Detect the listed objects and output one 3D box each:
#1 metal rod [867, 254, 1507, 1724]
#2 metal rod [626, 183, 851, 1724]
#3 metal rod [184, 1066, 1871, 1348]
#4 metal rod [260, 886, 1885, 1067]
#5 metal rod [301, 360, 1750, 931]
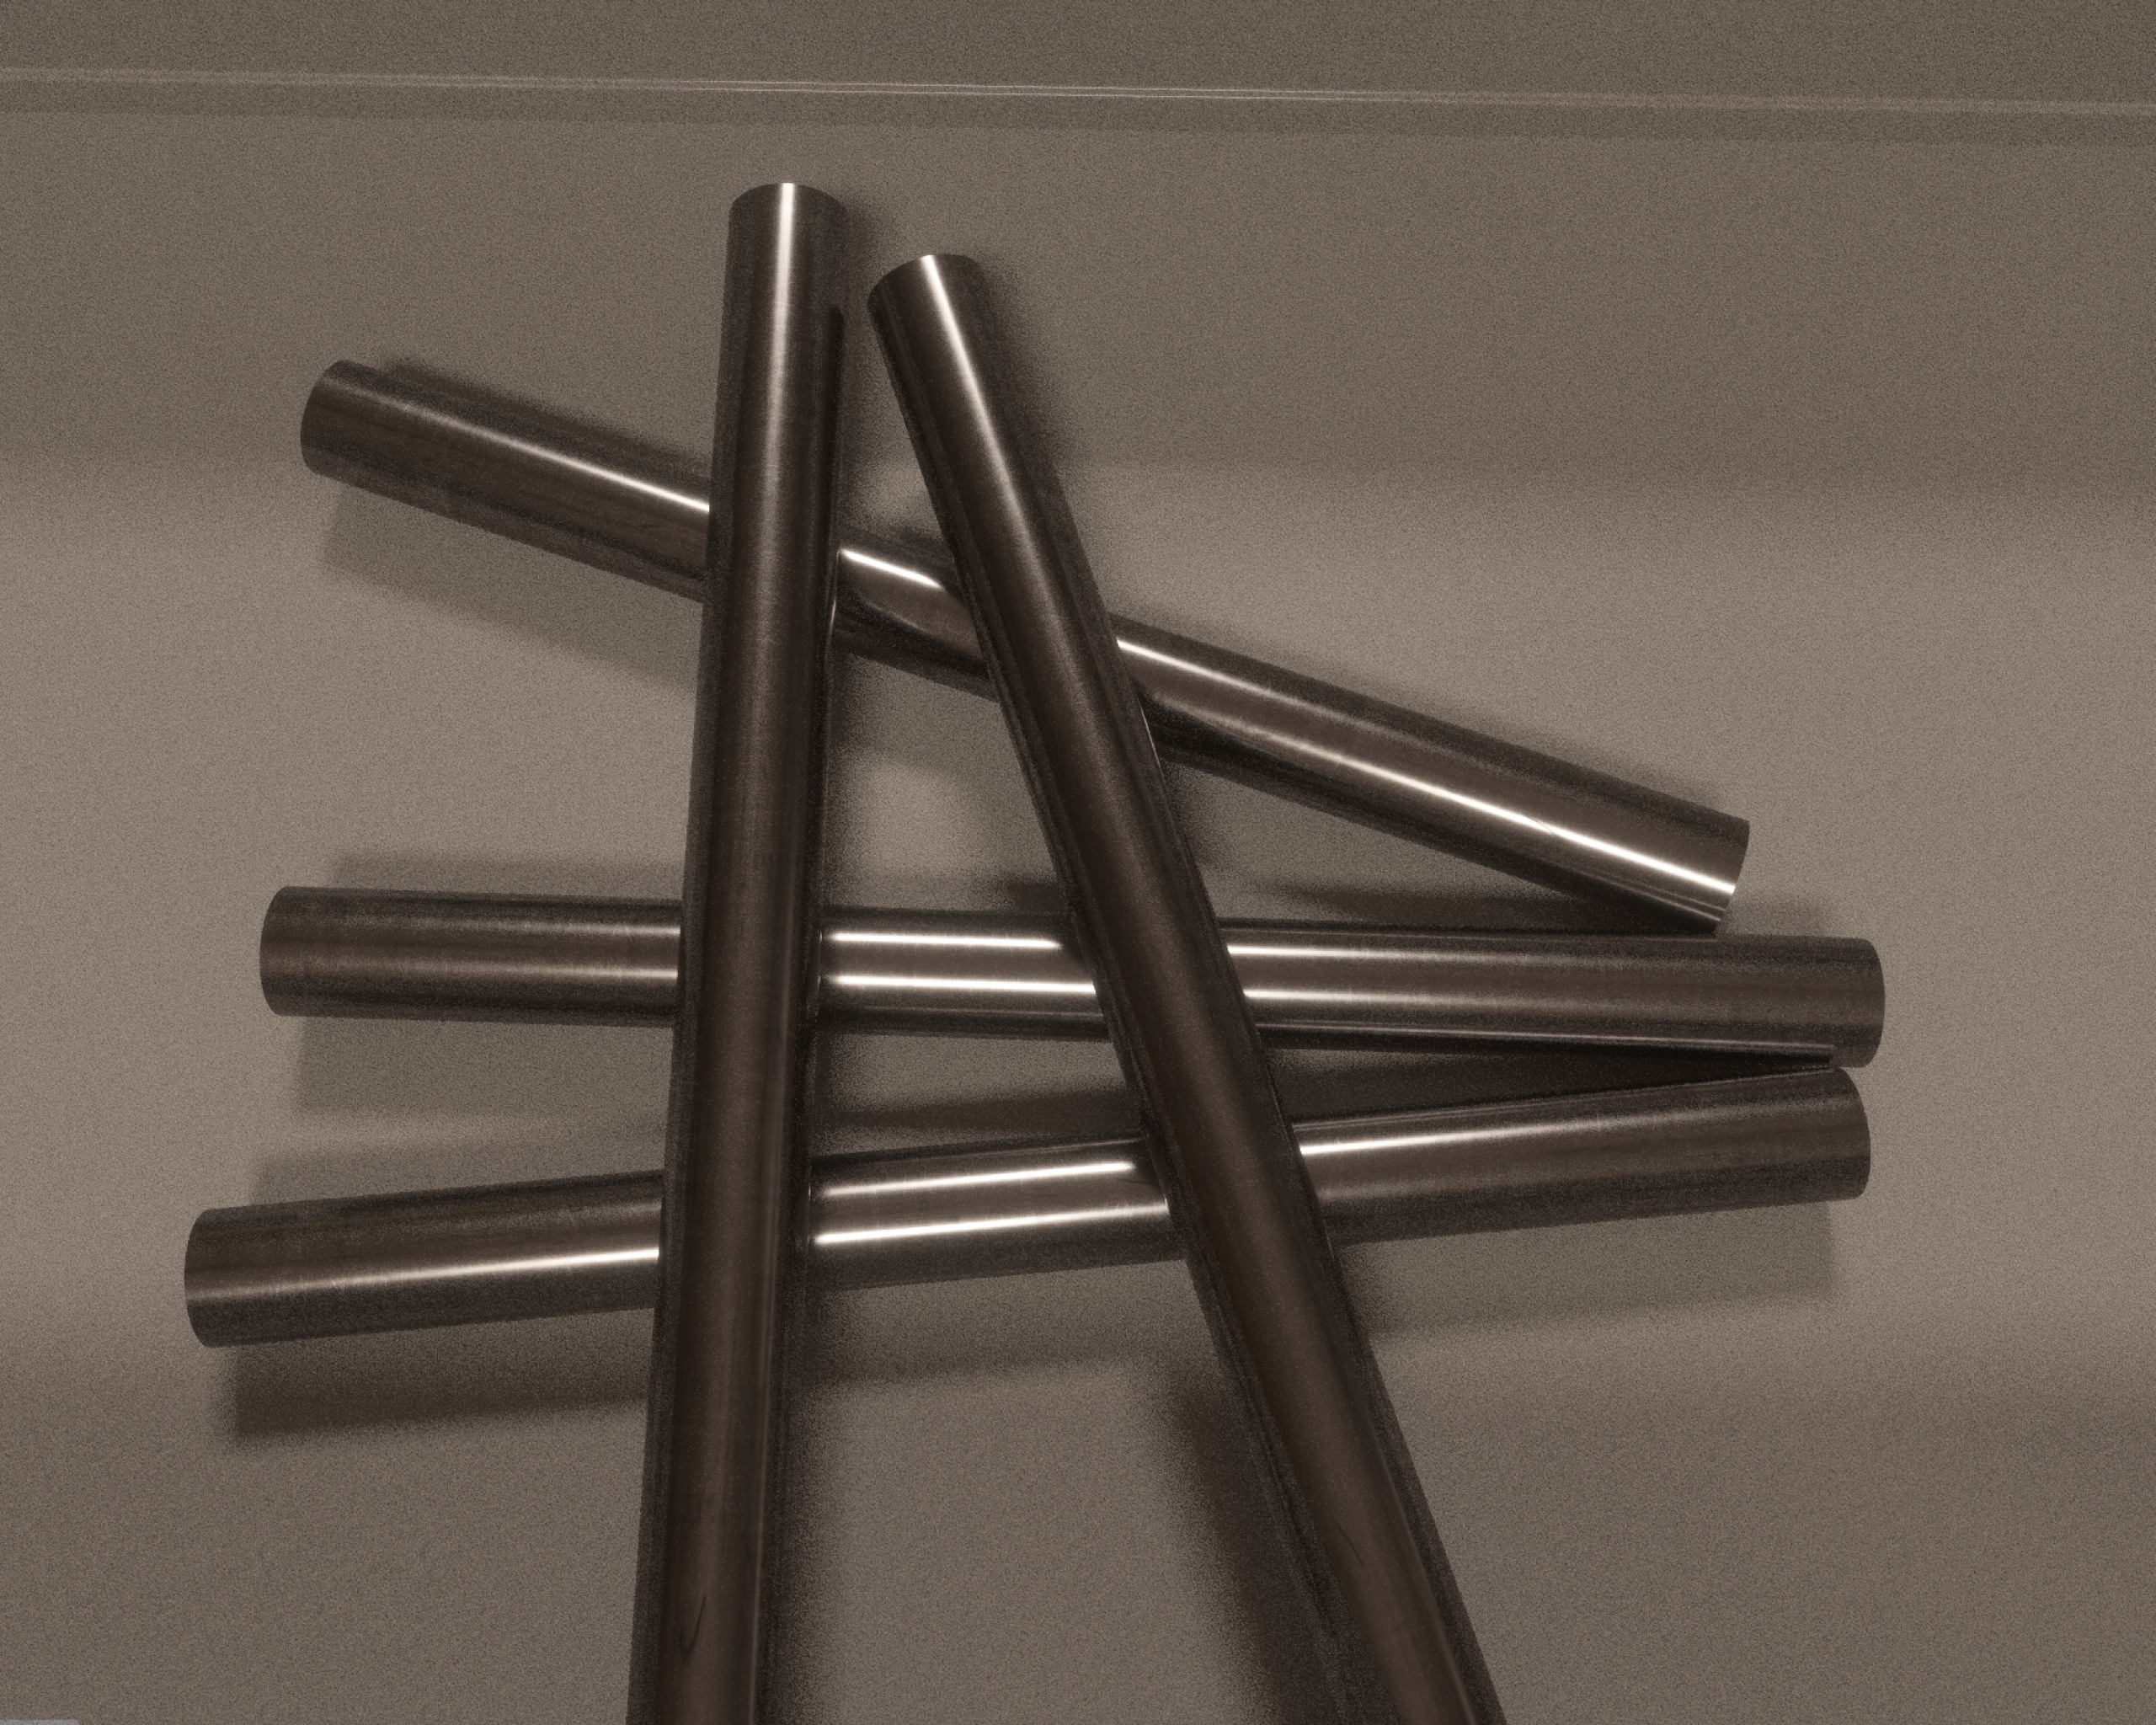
[{"bbox_3d":[0.015,0.019,0.375,0.025,0.025,0.299,-17,71,-6],"label":"metal rod"},{"bbox_3d":[-0.059,0.009,0.377,0.025,0.025,0.299,0,70,0],"label":"metal rod"},{"bbox_3d":[-0.007,0.063,0.385,0.302,0.025,0.025,-5,70,-2],"label":"metal rod"},{"bbox_3d":[-0.001,0.022,0.400,0.302,0.025,0.025,2,70,0],"label":"metal rod"},{"bbox_3d":[-0.015,-0.045,0.424,0.301,0.025,0.025,19,71,6],"label":"metal rod"}]
